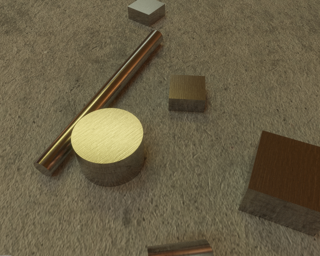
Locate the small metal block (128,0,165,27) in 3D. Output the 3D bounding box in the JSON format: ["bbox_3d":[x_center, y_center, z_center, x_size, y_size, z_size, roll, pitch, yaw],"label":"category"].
[{"bbox_3d":[-0.025,-0.223,0.591,0.050,0.025,0.050,29,56,22],"label":"small metal block"}]

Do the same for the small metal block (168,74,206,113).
[{"bbox_3d":[0.039,-0.050,0.446,0.050,0.025,0.050,3,50,2],"label":"small metal block"}]

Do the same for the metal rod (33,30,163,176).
[{"bbox_3d":[-0.071,-0.055,0.448,0.025,0.025,0.301,20,53,16],"label":"metal rod"}]

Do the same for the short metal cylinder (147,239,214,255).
[{"bbox_3d":[0.019,0.136,0.253,0.050,0.080,0.080,-6,50,-5],"label":"short metal cylinder"}]

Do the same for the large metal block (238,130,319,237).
[{"bbox_3d":[0.139,0.058,0.339,0.080,0.050,0.080,17,52,14],"label":"large metal block"}]

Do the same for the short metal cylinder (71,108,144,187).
[{"bbox_3d":[-0.059,0.022,0.368,0.081,0.050,0.080,0,50,0],"label":"short metal cylinder"}]
